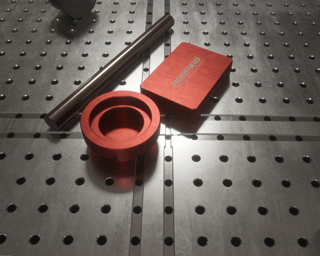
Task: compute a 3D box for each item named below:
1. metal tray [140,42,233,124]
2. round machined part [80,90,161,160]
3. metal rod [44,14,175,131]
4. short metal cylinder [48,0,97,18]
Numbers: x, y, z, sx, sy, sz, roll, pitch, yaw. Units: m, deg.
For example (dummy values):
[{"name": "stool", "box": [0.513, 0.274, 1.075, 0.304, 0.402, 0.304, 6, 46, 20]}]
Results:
[{"name": "metal tray", "box": [0.042, -0.073, 0.466, 0.090, 0.030, 0.130, 25, 54, 19]}, {"name": "round machined part", "box": [-0.048, 0.000, 0.396, 0.099, 0.042, 0.098, 0, 50, 0]}, {"name": "metal rod", "box": [-0.064, -0.103, 0.492, 0.025, 0.025, 0.301, 26, 54, 20]}, {"name": "short metal cylinder", "box": [-0.166, -0.256, 0.585, 0.050, 0.080, 0.080, 33, 57, 24]}]
